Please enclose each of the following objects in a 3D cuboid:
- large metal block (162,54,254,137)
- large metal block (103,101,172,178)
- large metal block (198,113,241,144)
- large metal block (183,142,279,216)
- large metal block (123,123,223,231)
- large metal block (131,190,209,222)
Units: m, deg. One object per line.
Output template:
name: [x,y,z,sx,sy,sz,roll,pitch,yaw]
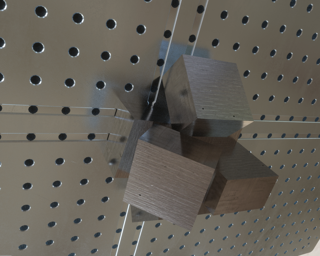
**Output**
large metal block: [0.056,-0.036,0.374,0.081,0.080,0.050,2,156,-29]
large metal block: [-0.017,0.017,0.396,0.081,0.050,0.080,7,115,-32]
large metal block: [0.057,0.021,0.438,0.081,0.050,0.079,3,117,-30]
large metal block: [0.085,0.060,0.393,0.081,0.080,0.050,1,118,-29]
large metal block: [0.014,0.051,0.339,0.080,0.050,0.079,21,115,11]
large metal block: [0.011,0.101,0.436,0.081,0.050,0.080,2,162,-29]
